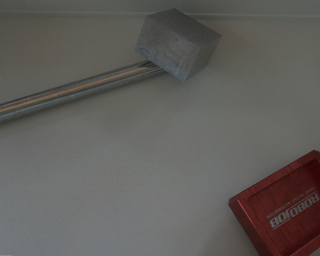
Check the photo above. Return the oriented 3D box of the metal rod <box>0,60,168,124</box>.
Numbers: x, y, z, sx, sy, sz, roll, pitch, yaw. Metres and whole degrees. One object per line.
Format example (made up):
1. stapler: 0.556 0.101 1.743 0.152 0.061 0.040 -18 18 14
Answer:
1. metal rod: -0.130 -0.047 0.425 0.302 0.025 0.025 -18 71 -7

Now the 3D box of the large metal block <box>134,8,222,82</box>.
1. large metal block: 0.026 -0.115 0.419 0.080 0.050 0.080 34 38 11

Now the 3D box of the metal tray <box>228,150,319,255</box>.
1. metal tray: 0.159 0.093 0.363 0.131 0.030 0.090 -24 72 -19
